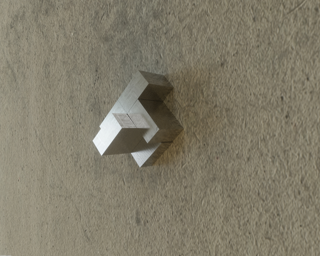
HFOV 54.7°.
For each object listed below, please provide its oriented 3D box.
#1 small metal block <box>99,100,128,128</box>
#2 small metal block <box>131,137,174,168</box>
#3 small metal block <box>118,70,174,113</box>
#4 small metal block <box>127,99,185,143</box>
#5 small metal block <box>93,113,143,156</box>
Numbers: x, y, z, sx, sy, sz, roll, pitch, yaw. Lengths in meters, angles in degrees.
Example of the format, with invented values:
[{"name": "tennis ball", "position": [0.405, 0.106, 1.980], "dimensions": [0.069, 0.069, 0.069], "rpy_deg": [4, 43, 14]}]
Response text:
[{"name": "small metal block", "position": [-0.046, -0.010, 0.425], "dimensions": [0.050, 0.050, 0.025], "rpy_deg": [-51, 60, 28]}, {"name": "small metal block", "position": [-0.017, 0.017, 0.419], "dimensions": [0.050, 0.025, 0.050], "rpy_deg": [-50, 61, 28]}, {"name": "small metal block", "position": [-0.018, -0.045, 0.403], "dimensions": [0.050, 0.050, 0.025], "rpy_deg": [-51, 60, 28]}, {"name": "small metal block", "position": [-0.005, -0.009, 0.392], "dimensions": [0.025, 0.050, 0.050], "rpy_deg": [-50, 61, 28]}, {"name": "small metal block", "position": [-0.049, 0.008, 0.396], "dimensions": [0.050, 0.050, 0.025], "rpy_deg": [-51, 60, 28]}]
